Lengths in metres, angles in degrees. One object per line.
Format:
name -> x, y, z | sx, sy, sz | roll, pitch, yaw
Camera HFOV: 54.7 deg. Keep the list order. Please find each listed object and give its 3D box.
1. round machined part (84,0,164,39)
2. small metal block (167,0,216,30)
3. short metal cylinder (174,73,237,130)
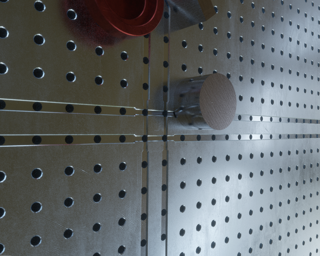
round machined part -> -0.046, -0.152, 0.361 | 0.099, 0.042, 0.097 | 0, 90, -40
small metal block -> 0.042, -0.171, 0.430 | 0.025, 0.050, 0.050 | -44, 117, -31
short metal cylinder -> 0.066, -0.037, 0.451 | 0.081, 0.050, 0.079 | 0, 90, -40
